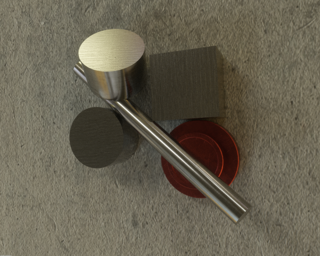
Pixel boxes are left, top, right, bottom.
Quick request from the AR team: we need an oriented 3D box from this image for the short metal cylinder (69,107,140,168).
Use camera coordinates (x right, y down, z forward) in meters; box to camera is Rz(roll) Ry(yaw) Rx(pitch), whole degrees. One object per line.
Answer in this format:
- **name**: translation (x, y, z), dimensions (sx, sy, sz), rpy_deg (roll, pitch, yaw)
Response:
- **short metal cylinder**: translation (-0.075, 0.012, 0.424), dimensions (0.080, 0.050, 0.080), rpy_deg (0, 90, 20)

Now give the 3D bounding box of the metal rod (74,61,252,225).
- **metal rod**: translation (-0.015, 0.000, 0.380), dimensions (0.300, 0.025, 0.025), rpy_deg (41, 103, 28)

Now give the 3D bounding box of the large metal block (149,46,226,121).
- **large metal block**: translation (0.035, -0.050, 0.382), dimensions (0.080, 0.050, 0.080), rpy_deg (-3, 89, 20)

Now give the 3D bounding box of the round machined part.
- **round machined part**: translation (0.047, 0.039, 0.384), dimensions (0.098, 0.042, 0.097), rpy_deg (0, 90, 20)

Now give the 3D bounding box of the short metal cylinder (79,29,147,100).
- **short metal cylinder**: translation (-0.058, -0.082, 0.397), dimensions (0.080, 0.050, 0.080), rpy_deg (-1, 53, 2)
